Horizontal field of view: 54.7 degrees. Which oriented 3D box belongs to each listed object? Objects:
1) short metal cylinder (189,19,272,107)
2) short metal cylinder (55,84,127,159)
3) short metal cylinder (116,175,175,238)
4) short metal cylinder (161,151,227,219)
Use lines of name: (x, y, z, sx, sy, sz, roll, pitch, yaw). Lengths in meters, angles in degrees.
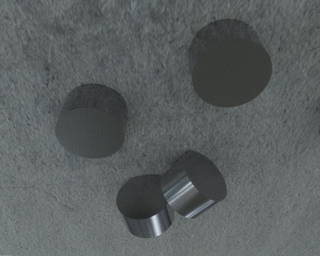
short metal cylinder: (0.073, -0.069, 0.333, 0.081, 0.050, 0.079, 0, 130, 0)
short metal cylinder: (-0.082, -0.008, 0.383, 0.081, 0.050, 0.079, 0, 130, 0)
short metal cylinder: (-0.021, 0.118, 0.472, 0.080, 0.080, 0.050, -8, 130, 6)
short metal cylinder: (0.048, 0.080, 0.440, 0.080, 0.080, 0.050, 30, 124, -23)
